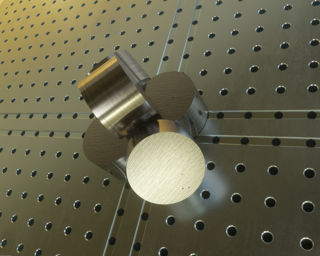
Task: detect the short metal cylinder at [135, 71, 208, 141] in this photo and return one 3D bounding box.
[{"bbox_3d":[0.015,-0.026,0.398,0.080,0.050,0.080,-13,56,20],"label":"short metal cylinder"}]

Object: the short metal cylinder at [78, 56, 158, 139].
[{"bbox_3d":[-0.046,-0.034,0.351,0.050,0.080,0.080,-36,52,4],"label":"short metal cylinder"}]

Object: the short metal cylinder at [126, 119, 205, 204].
[{"bbox_3d":[0.004,0.035,0.339,0.080,0.080,0.050,-35,16,5],"label":"short metal cylinder"}]

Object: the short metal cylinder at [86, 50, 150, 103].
[{"bbox_3d":[-0.059,-0.062,0.431,0.080,0.080,0.050,-39,85,1],"label":"short metal cylinder"}]

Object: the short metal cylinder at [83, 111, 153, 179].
[{"bbox_3d":[-0.052,0.020,0.405,0.080,0.050,0.080,-13,56,20],"label":"short metal cylinder"}]
